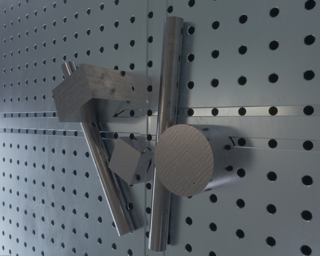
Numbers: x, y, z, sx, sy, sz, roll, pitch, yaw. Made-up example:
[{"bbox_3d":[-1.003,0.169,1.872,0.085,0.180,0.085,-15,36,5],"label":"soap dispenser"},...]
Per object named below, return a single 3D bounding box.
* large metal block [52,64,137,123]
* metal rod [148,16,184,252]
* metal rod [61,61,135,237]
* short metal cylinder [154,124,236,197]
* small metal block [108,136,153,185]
[{"bbox_3d":[-0.096,-0.046,0.452,0.080,0.081,0.050,-28,73,36],"label":"large metal block"},{"bbox_3d":[0.008,0.010,0.402,0.025,0.025,0.298,7,94,40],"label":"metal rod"},{"bbox_3d":[-0.104,0.022,0.494,0.025,0.025,0.299,-36,68,34],"label":"metal rod"},{"bbox_3d":[0.040,0.035,0.360,0.080,0.050,0.079,0,90,40],"label":"short metal cylinder"},{"bbox_3d":[-0.043,0.046,0.445,0.050,0.025,0.050,32,110,35],"label":"small metal block"}]
